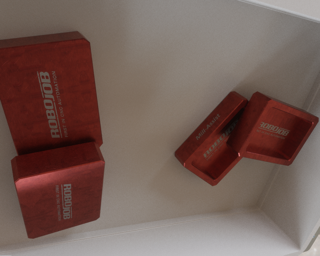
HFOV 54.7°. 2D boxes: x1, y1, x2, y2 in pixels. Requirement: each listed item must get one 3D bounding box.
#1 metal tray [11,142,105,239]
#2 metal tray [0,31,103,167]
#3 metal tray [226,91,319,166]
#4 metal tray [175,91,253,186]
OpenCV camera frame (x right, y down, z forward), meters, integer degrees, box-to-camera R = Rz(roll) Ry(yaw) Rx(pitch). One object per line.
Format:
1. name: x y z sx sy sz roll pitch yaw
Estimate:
1. metal tray: -0.117 0.077 0.367 0.091 0.030 0.129 -11 139 -24
2. metal tray: -0.114 -0.029 0.326 0.091 0.030 0.129 -14 125 -21
3. metal tray: 0.171 0.005 0.465 0.131 0.030 0.089 13 111 -35
4. metal tray: 0.096 0.019 0.472 0.130 0.030 0.090 -48 129 5
